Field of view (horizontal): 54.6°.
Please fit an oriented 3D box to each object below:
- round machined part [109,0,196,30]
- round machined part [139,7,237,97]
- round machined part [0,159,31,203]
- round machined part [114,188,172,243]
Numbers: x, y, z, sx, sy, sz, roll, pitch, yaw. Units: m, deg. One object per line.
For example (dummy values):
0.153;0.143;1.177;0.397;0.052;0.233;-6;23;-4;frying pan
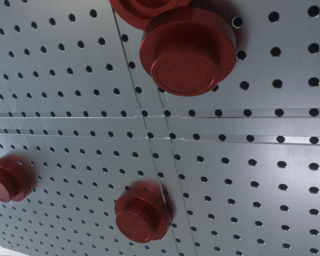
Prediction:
-0.005;-0.151;0.310;0.098;0.042;0.097;13;124;21;round machined part
0.027;-0.068;0.315;0.098;0.042;0.098;5;149;3;round machined part
-0.321;0.115;0.642;0.098;0.042;0.097;13;124;21;round machined part
-0.034;0.150;0.512;0.098;0.042;0.097;13;124;21;round machined part
